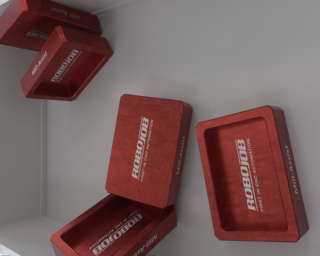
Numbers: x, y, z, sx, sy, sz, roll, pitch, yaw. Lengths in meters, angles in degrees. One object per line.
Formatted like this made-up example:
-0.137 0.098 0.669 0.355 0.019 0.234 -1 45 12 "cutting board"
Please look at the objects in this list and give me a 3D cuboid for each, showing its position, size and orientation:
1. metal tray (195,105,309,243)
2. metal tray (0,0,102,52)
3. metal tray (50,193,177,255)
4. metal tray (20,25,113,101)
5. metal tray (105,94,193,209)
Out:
0.093 0.049 0.326 0.090 0.030 0.129 -15 80 39 "metal tray"
-0.169 -0.152 0.478 0.090 0.131 0.030 -25 75 37 "metal tray"
-0.053 0.126 0.382 0.090 0.131 0.030 20 128 38 "metal tray"
-0.147 -0.094 0.485 0.129 0.091 0.030 -40 66 32 "metal tray"
-0.015 0.027 0.394 0.090 0.030 0.129 10 90 26 "metal tray"
